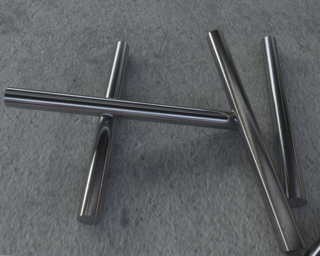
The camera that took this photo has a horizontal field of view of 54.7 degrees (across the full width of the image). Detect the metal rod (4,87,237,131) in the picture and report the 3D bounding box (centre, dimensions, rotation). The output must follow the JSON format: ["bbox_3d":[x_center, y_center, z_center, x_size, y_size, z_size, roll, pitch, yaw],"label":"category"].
[{"bbox_3d":[-0.035,-0.022,0.393,0.302,0.025,0.025,6,50,-7],"label":"metal rod"}]

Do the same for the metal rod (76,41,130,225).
[{"bbox_3d":[-0.068,-0.019,0.418,0.025,0.025,0.300,2,50,1],"label":"metal rod"}]

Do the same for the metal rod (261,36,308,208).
[{"bbox_3d":[0.166,-0.032,0.432,0.025,0.025,0.300,6,50,4],"label":"metal rod"}]

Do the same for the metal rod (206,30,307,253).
[{"bbox_3d":[0.106,-0.007,0.379,0.025,0.025,0.299,-8,60,-7],"label":"metal rod"}]

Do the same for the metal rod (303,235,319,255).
[{"bbox_3d":[0.141,0.135,0.291,0.302,0.025,0.025,-34,58,-25],"label":"metal rod"}]
